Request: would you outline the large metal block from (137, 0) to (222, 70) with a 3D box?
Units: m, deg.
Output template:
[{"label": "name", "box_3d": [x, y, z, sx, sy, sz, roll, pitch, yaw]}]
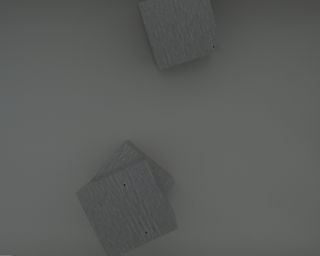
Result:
[{"label": "large metal block", "box_3d": [0.023, -0.126, 0.388, 0.080, 0.050, 0.080, -18, 109, 0]}]

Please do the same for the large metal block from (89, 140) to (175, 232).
[{"label": "large metal block", "box_3d": [-0.039, 0.072, 0.398, 0.080, 0.050, 0.080, 40, 90, -1]}]

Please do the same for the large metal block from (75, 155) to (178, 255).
[{"label": "large metal block", "box_3d": [-0.035, 0.086, 0.349, 0.080, 0.050, 0.080, -25, 91, 0]}]
